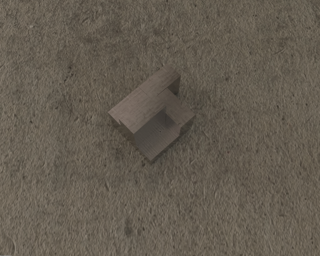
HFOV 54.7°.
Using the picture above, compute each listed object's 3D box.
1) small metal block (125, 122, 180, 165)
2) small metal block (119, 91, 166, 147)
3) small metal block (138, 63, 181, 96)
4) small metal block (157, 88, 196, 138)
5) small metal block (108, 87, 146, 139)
[{"bbox_3d":[-0.010,0.012,0.405,0.050,0.025,0.050,-41,75,-14],"label":"small metal block"},{"bbox_3d":[-0.020,-0.010,0.373,0.050,0.050,0.025,-42,76,-14],"label":"small metal block"},{"bbox_3d":[0.000,-0.051,0.414,0.050,0.050,0.025,-42,76,-14],"label":"small metal block"},{"bbox_3d":[0.017,-0.017,0.402,0.025,0.050,0.050,-41,76,-14],"label":"small metal block"},{"bbox_3d":[-0.037,-0.019,0.402,0.050,0.050,0.025,-42,76,-14],"label":"small metal block"}]
